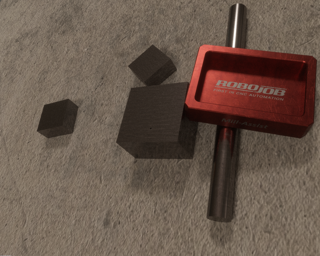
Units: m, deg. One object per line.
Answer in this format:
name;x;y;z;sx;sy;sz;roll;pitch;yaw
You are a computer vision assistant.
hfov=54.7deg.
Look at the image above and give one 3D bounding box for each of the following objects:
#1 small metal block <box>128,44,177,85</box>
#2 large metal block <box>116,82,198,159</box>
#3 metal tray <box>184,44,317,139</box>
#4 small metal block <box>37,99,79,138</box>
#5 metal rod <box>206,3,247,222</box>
small metal block;-0.011;-0.090;0.464;0.050;0.025;0.050;-42;51;-1
large metal block;0.001;-0.007;0.391;0.080;0.050;0.080;-2;61;27
metal tray;0.101;-0.044;0.349;0.131;0.030;0.090;10;64;13
small metal block;-0.163;-0.015;0.496;0.050;0.025;0.050;-11;57;22
metal rod;0.086;-0.039;0.381;0.025;0.025;0.299;-3;60;26
